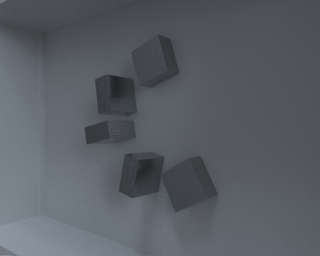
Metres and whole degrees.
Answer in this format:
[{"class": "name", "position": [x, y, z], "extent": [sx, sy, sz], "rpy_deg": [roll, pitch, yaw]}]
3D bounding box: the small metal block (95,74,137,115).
[{"class": "small metal block", "position": [-0.062, -0.045, 0.439], "extent": [0.025, 0.050, 0.050], "rpy_deg": [-12, 82, 39]}]

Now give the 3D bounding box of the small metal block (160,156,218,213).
[{"class": "small metal block", "position": [0.034, 0.068, 0.377], "extent": [0.050, 0.025, 0.050], "rpy_deg": [-35, 69, 34]}]

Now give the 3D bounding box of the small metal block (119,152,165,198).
[{"class": "small metal block", "position": [-0.023, 0.060, 0.408], "extent": [0.025, 0.050, 0.050], "rpy_deg": [17, 101, 38]}]

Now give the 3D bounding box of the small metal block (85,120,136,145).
[{"class": "small metal block", "position": [-0.071, 0.007, 0.447], "extent": [0.050, 0.050, 0.025], "rpy_deg": [-14, 81, 39]}]

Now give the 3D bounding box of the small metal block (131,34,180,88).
[{"class": "small metal block", "position": [-0.007, -0.087, 0.411], "extent": [0.050, 0.025, 0.050], "rpy_deg": [-22, 76, 37]}]
